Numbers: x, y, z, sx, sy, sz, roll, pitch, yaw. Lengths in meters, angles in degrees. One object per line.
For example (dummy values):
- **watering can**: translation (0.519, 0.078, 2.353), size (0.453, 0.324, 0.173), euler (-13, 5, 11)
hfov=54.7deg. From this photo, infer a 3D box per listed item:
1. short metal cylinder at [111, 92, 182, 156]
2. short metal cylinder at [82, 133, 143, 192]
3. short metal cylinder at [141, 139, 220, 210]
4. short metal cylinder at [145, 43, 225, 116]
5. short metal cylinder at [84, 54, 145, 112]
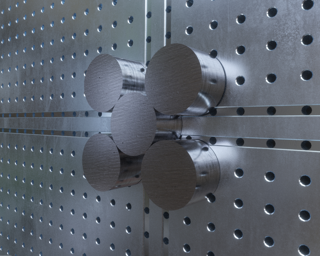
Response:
- **short metal cylinder**: translation (-0.019, -0.005, 0.406), size (0.080, 0.050, 0.079), euler (0, 90, 39)
- **short metal cylinder**: translation (-0.066, 0.047, 0.444), size (0.080, 0.050, 0.079), euler (0, 90, 39)
- **short metal cylinder**: translation (0.024, 0.053, 0.371), size (0.080, 0.050, 0.079), euler (0, 90, 39)
- **short metal cylinder**: translation (0.029, -0.054, 0.365), size (0.080, 0.050, 0.079), euler (0, 90, 39)
- **short metal cylinder**: translation (-0.063, -0.061, 0.442), size (0.080, 0.050, 0.079), euler (0, 90, 39)
